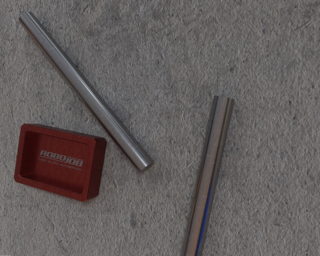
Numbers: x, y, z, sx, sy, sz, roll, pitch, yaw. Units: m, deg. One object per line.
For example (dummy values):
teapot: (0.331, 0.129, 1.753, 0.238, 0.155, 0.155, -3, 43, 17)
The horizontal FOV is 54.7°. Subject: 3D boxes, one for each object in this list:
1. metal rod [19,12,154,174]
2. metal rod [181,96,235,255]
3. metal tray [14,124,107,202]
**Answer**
metal rod: (-0.112, -0.058, 0.447, 0.025, 0.025, 0.300, -44, 77, 14)
metal rod: (0.051, 0.108, 0.390, 0.025, 0.025, 0.298, 12, 94, 19)
metal tray: (-0.149, 0.048, 0.457, 0.130, 0.030, 0.089, 11, 93, 19)
